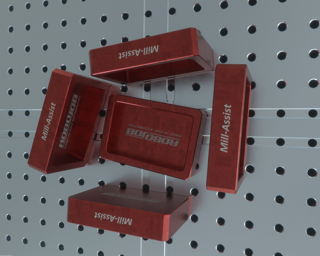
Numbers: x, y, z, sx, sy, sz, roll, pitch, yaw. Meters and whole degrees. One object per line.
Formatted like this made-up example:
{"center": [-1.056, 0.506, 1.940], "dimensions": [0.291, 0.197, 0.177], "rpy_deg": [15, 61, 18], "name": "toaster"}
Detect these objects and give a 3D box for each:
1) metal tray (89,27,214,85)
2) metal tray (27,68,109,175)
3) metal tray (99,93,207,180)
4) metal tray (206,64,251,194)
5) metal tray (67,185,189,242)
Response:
{"center": [-0.008, -0.083, 0.381], "dimensions": [0.130, 0.090, 0.030], "rpy_deg": [-7, 88, 20], "name": "metal tray"}
{"center": [-0.121, -0.008, 0.421], "dimensions": [0.030, 0.090, 0.129], "rpy_deg": [19, 96, 19], "name": "metal tray"}
{"center": [-0.011, 0.009, 0.413], "dimensions": [0.130, 0.030, 0.090], "rpy_deg": [12, 94, 19], "name": "metal tray"}
{"center": [0.080, 0.000, 0.350], "dimensions": [0.030, 0.090, 0.129], "rpy_deg": [5, 92, 20], "name": "metal tray"}
{"center": [-0.037, 0.102, 0.392], "dimensions": [0.130, 0.090, 0.030], "rpy_deg": [4, 92, 20], "name": "metal tray"}
